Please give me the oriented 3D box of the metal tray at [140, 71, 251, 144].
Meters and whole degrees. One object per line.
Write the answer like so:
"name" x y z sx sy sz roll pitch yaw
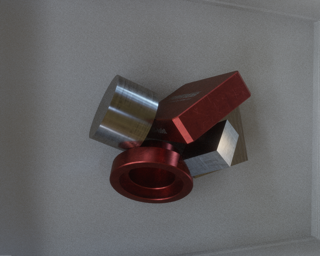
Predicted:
"metal tray" 0.032 -0.023 0.366 0.090 0.130 0.030 -37 103 -17

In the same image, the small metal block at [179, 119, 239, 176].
"small metal block" 0.055 0.022 0.345 0.025 0.050 0.050 50 43 -21

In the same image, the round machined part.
"round machined part" -0.009 0.051 0.378 0.099 0.097 0.042 22 47 -19

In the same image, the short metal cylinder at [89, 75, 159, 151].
"short metal cylinder" -0.043 -0.016 0.364 0.050 0.080 0.080 24 82 -19

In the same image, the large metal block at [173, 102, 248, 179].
"large metal block" 0.063 0.012 0.412 0.081 0.050 0.079 -15 100 -20
